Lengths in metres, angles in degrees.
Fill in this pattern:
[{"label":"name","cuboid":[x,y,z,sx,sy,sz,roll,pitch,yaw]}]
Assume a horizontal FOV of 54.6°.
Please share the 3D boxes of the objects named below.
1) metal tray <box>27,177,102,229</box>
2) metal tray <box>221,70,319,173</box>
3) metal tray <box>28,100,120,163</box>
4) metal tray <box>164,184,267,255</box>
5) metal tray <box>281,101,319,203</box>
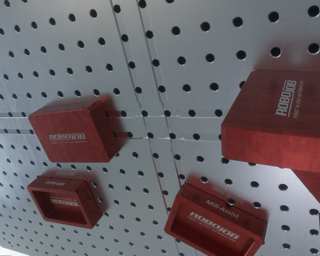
[{"label":"metal tray","cuboid":[-0.184,0.142,0.593,0.130,0.030,0.090,-1,118,29]},{"label":"metal tray","cuboid":[0.115,-0.014,0.274,0.090,0.131,0.030,7,122,25]},{"label":"metal tray","cuboid":[-0.136,0.009,0.486,0.130,0.030,0.090,-4,117,30]},{"label":"metal tray","cuboid":[0.078,0.147,0.458,0.130,0.030,0.089,24,127,13]},{"label":"metal tray","cuboid":[0.169,0.040,0.297,0.130,0.090,0.030,47,129,-12]}]
